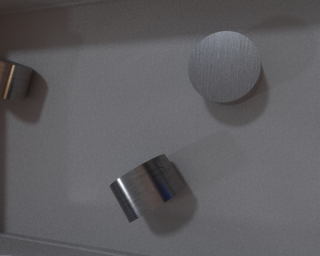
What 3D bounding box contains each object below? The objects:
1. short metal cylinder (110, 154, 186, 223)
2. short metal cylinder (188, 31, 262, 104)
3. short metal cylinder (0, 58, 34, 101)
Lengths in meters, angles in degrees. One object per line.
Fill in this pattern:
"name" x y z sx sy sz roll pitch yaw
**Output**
"short metal cylinder" -0.015 0.075 0.387 0.080 0.080 0.050 -34 79 17
"short metal cylinder" 0.079 -0.068 0.369 0.080 0.050 0.080 0 90 20
"short metal cylinder" -0.239 -0.077 0.466 0.080 0.080 0.050 21 97 19
